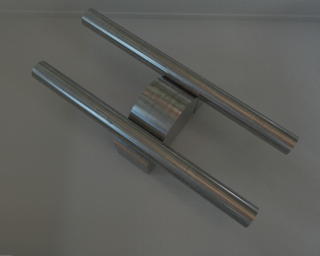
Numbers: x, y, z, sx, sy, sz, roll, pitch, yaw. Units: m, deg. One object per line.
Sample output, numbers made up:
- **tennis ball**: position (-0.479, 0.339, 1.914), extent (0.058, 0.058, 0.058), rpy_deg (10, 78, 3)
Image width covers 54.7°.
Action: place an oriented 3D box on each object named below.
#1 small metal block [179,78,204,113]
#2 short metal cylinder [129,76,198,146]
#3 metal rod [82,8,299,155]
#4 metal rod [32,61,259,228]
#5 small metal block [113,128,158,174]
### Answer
- **small metal block**: position (0.035, -0.052, 0.414), extent (0.050, 0.050, 0.025), rpy_deg (35, 74, 11)
- **short metal cylinder**: position (0.004, -0.017, 0.385), extent (0.050, 0.080, 0.080), rpy_deg (35, 74, 11)
- **metal rod**: position (0.028, -0.063, 0.378), extent (0.300, 0.025, 0.025), rpy_deg (34, 73, 11)
- **metal rod**: position (-0.026, 0.011, 0.352), extent (0.300, 0.025, 0.025), rpy_deg (34, 73, 11)
- **small metal block**: position (-0.028, 0.028, 0.384), extent (0.050, 0.050, 0.025), rpy_deg (35, 74, 11)
